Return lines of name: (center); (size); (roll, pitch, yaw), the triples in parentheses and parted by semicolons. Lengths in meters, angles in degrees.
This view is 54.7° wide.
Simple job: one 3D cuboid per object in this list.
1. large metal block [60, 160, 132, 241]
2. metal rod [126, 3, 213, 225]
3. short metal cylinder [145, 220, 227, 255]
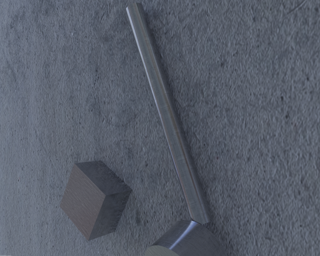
large metal block: (-0.098, 0.106, 0.467); (0.080, 0.050, 0.079); (35, 111, 34)
metal rod: (0.007, -0.028, 0.396); (0.025, 0.025, 0.299); (-27, 73, 36)
short metal cylinder: (0.029, 0.152, 0.348); (0.080, 0.050, 0.079); (19, 121, 35)
